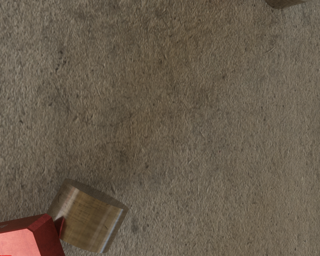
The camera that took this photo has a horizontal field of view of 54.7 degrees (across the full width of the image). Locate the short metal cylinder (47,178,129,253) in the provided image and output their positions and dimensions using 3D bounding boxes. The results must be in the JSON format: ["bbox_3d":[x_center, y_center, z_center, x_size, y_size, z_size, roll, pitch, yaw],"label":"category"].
[{"bbox_3d":[-0.083,0.097,0.349,0.080,0.080,0.050,29,81,-18],"label":"short metal cylinder"}]

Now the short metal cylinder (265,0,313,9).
[{"bbox_3d":[0.196,-0.224,0.461,0.081,0.050,0.079,-4,98,-27],"label":"short metal cylinder"}]

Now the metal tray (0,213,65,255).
[{"bbox_3d":[-0.159,0.143,0.311,0.130,0.030,0.089,-14,96,15],"label":"metal tray"}]
